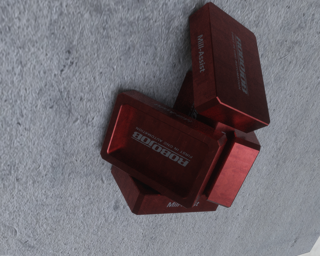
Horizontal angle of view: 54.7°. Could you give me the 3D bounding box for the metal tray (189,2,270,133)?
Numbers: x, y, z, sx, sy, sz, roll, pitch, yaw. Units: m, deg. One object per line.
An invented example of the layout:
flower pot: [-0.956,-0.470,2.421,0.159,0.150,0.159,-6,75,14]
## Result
metal tray: [0.078,-0.067,0.351,0.091,0.130,0.030,19,149,-36]

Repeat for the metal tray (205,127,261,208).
metal tray: [0.091,0.032,0.415,0.030,0.130,0.089,20,112,-1]

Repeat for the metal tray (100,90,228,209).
metal tray: [0.000,0.022,0.360,0.030,0.130,0.089,-26,140,-62]

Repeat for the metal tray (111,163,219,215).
metal tray: [0.010,0.073,0.418,0.131,0.090,0.030,7,115,-32]

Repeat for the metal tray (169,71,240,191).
metal tray: [0.046,0.004,0.395,0.030,0.090,0.129,7,115,-32]
